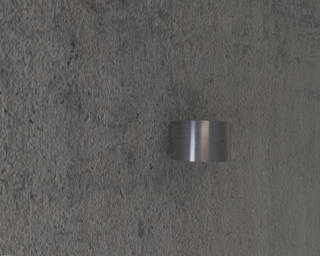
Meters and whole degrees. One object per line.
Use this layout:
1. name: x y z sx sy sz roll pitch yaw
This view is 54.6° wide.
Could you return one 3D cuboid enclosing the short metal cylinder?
1. short metal cylinder: 0.054 0.017 0.413 0.081 0.080 0.050 2 89 -40
